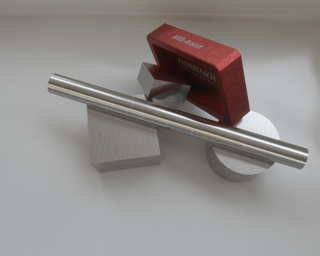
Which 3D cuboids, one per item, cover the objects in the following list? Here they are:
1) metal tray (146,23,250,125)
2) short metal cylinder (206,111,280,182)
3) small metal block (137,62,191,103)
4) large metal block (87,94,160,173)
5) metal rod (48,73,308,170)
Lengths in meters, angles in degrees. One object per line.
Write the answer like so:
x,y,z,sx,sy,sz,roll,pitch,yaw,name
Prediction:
0.044,-0.066,0.372,0.030,0.090,0.130,-39,45,-14,metal tray
0.101,0.024,0.387,0.081,0.050,0.080,0,70,0,short metal cylinder
0.004,-0.058,0.394,0.050,0.025,0.050,6,32,-26,small metal block
-0.045,0.007,0.392,0.081,0.050,0.080,-7,70,-3,large metal block
0.015,-0.010,0.358,0.301,0.025,0.025,17,71,5,metal rod
